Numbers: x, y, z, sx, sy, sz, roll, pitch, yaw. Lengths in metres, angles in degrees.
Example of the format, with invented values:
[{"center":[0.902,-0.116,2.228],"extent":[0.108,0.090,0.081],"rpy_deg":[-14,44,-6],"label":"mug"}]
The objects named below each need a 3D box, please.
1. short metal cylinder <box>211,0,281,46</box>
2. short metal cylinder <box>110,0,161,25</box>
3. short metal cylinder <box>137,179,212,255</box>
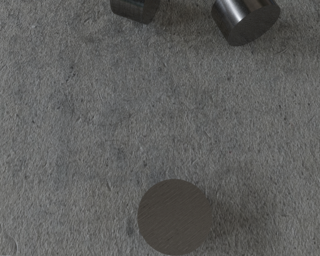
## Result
[{"center":[0.120,-0.162,0.439],"extent":[0.080,0.080,0.050],"rpy_deg":[-23,72,-8],"label":"short metal cylinder"},{"center":[-0.032,-0.198,0.451],"extent":[0.050,0.080,0.080],"rpy_deg":[21,72,7],"label":"short metal cylinder"},{"center":[0.016,0.103,0.357],"extent":[0.081,0.050,0.080],"rpy_deg":[0,70,0],"label":"short metal cylinder"}]
